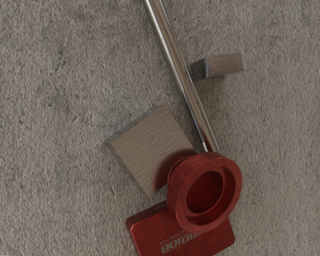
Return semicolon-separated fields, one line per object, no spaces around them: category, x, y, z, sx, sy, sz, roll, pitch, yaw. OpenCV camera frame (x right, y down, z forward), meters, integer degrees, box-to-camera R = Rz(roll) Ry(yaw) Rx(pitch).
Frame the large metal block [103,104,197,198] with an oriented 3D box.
large metal block;-0.012;0.027;0.392;0.080;0.050;0.080;-37;102;-16

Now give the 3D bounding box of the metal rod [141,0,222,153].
metal rod;0.033;-0.061;0.421;0.025;0.025;0.299;-25;99;-18

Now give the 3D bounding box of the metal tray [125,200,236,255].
metal tray;0.030;0.140;0.418;0.131;0.030;0.090;-21;97;-19

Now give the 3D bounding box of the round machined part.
round machined part;0.049;0.074;0.375;0.099;0.042;0.097;-12;114;-29

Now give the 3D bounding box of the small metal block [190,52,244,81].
small metal block;0.077;-0.083;0.424;0.050;0.050;0.025;-12;95;-20
